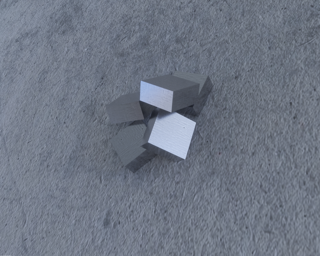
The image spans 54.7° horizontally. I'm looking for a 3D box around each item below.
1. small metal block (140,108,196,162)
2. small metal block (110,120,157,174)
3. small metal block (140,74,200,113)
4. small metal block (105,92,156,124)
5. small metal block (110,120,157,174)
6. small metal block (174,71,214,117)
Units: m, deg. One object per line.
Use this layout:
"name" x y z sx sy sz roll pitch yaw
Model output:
"small metal block" 0.010 0.008 0.375 0.025 0.050 0.050 -30 38 61
"small metal block" -0.030 0.022 0.406 0.050 0.025 0.050 -38 51 2
"small metal block" 0.012 -0.044 0.375 0.050 0.025 0.050 24 31 36
"small metal block" -0.038 -0.030 0.426 0.050 0.025 0.050 -7 21 24
"small metal block" -0.030 0.022 0.406 0.050 0.025 0.050 -38 51 2
"small metal block" 0.036 -0.046 0.414 0.050 0.025 0.050 15 69 33
